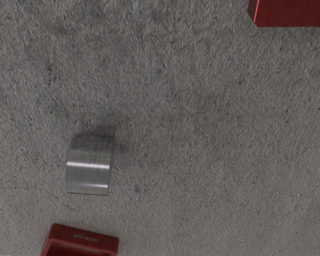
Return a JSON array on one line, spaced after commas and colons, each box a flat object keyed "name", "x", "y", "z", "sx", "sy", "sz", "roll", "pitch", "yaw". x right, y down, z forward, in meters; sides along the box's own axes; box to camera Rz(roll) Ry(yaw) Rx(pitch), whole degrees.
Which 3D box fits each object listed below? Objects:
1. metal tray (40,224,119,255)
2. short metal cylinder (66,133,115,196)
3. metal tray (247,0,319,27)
[{"name": "metal tray", "x": -0.157, "y": 0.235, "z": 0.602, "sx": 0.131, "sy": 0.030, "sz": 0.089, "roll": 20, "pitch": 127, "yaw": -16}, {"name": "short metal cylinder", "x": -0.090, "y": 0.048, "z": 0.411, "sx": 0.050, "sy": 0.080, "sz": 0.079, "roll": 6, "pitch": 130, "yaw": -5}, {"name": "metal tray", "x": 0.156, "y": -0.142, "z": 0.285, "sx": 0.131, "sy": 0.030, "sz": 0.089, "roll": -1, "pitch": 130, "yaw": 0}]
